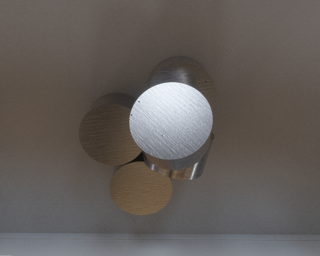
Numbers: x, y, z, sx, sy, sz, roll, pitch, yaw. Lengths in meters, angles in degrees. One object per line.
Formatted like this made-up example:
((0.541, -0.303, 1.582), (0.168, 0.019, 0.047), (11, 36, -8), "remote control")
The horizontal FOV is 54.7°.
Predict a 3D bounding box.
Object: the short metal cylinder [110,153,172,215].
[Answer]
((-0.024, 0.070, 0.421), (0.081, 0.050, 0.079), (0, 110, -1), "short metal cylinder")

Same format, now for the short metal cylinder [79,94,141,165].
((-0.057, 0.001, 0.395), (0.081, 0.050, 0.079), (0, 110, -1), "short metal cylinder")

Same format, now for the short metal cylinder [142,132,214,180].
((0.022, 0.022, 0.390), (0.081, 0.080, 0.050), (13, 110, -5), "short metal cylinder")

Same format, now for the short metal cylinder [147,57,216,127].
((0.025, -0.044, 0.380), (0.081, 0.050, 0.079), (0, 110, -1), "short metal cylinder")

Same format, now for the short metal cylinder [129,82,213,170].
((0.013, 0.000, 0.322), (0.080, 0.050, 0.080), (-2, 70, 6), "short metal cylinder")
